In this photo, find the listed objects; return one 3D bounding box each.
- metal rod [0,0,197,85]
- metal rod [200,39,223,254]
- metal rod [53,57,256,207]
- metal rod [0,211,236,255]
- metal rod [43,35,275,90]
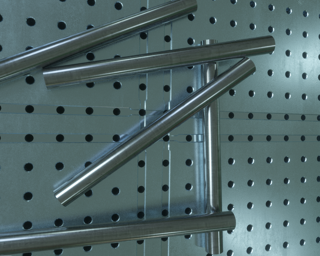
[{"bbox_3d":[-0.084,-0.109,0.381,0.302,0.025,0.025,-26,99,-19],"label":"metal rod"},{"bbox_3d":[0.074,0.027,0.441,0.025,0.025,0.298,-2,91,-20],"label":"metal rod"},{"bbox_3d":[0.001,-0.001,0.397,0.301,0.025,0.025,-35,102,-11],"label":"metal rod"},{"bbox_3d":[-0.049,0.128,0.381,0.302,0.025,0.025,-1,91,-15],"label":"metal rod"},{"bbox_3d":[0.009,-0.087,0.398,0.302,0.025,0.025,-12,94,-13],"label":"metal rod"}]
